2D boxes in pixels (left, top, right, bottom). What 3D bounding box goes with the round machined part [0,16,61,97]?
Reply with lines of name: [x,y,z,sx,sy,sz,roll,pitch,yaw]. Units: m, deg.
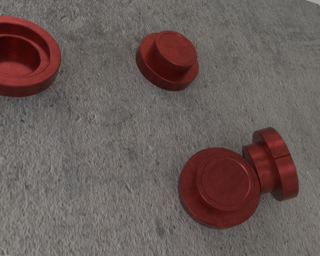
round machined part: [-0.166,-0.075,0.349,0.099,0.042,0.098,14,56,-21]

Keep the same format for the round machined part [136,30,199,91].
round machined part: [0.017,-0.108,0.467,0.099,0.042,0.098,14,56,-21]

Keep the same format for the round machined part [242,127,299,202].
round machined part: [0.141,0.051,0.414,0.042,0.098,0.098,-17,66,3]

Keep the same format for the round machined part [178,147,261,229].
round machined part: [0.073,0.068,0.371,0.099,0.042,0.098,3,65,-5]
